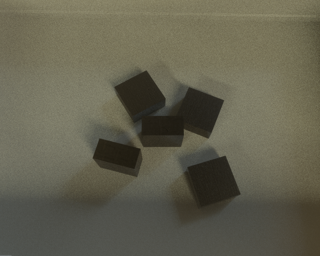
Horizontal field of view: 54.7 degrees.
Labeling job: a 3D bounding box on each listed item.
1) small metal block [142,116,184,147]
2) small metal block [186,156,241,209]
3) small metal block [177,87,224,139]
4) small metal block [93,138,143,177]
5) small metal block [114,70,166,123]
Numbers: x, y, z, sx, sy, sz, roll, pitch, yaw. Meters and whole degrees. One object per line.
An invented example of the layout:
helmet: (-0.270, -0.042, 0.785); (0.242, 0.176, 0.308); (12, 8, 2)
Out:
small metal block: (0.003, 0.005, 0.394); (0.050, 0.050, 0.025); (0, 70, -1)
small metal block: (0.065, 0.068, 0.386); (0.050, 0.025, 0.050); (-16, 71, -6)
small metal block: (0.052, -0.020, 0.418); (0.050, 0.025, 0.050); (22, 71, 7)
small metal block: (-0.050, 0.038, 0.382); (0.050, 0.050, 0.025); (14, 71, 4)
small metal block: (-0.027, -0.043, 0.425); (0.050, 0.025, 0.050); (-30, 73, -11)
